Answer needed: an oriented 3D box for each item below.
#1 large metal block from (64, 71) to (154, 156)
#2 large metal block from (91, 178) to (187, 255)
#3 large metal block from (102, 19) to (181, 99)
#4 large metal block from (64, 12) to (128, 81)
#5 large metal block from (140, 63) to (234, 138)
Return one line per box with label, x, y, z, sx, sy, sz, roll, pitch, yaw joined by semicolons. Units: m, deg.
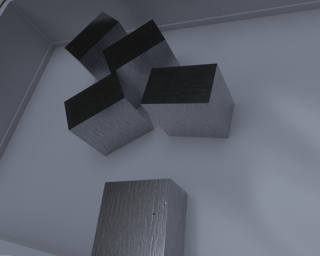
large metal block;-0.066;-0.016;0.414;0.080;0.080;0.050;-29;52;9
large metal block;-0.019;0.103;0.335;0.080;0.050;0.080;-8;58;24
large metal block;-0.020;-0.088;0.433;0.080;0.080;0.050;-30;52;7
large metal block;-0.085;-0.118;0.485;0.080;0.080;0.050;-46;51;-4
large metal block;0.036;-0.029;0.368;0.080;0.080;0.050;1;63;28
